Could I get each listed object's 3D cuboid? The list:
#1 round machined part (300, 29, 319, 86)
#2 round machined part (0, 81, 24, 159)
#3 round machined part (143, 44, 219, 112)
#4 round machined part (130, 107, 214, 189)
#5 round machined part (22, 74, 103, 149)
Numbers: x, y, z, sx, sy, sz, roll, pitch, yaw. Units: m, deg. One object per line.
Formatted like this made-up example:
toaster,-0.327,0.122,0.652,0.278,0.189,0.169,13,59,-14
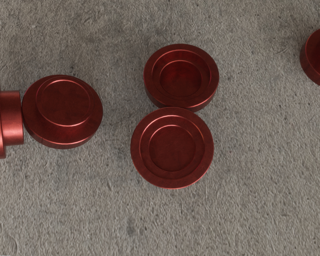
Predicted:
round machined part,0.257,-0.105,0.439,0.099,0.042,0.098,0,70,0
round machined part,-0.191,-0.011,0.377,0.042,0.098,0.098,-5,69,-25
round machined part,0.028,-0.062,0.421,0.099,0.042,0.098,0,68,0
round machined part,0.015,0.026,0.384,0.099,0.042,0.098,0,80,1
round machined part,-0.121,-0.026,0.390,0.099,0.042,0.098,9,64,-20
